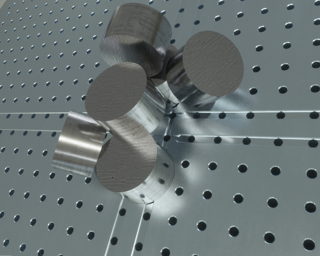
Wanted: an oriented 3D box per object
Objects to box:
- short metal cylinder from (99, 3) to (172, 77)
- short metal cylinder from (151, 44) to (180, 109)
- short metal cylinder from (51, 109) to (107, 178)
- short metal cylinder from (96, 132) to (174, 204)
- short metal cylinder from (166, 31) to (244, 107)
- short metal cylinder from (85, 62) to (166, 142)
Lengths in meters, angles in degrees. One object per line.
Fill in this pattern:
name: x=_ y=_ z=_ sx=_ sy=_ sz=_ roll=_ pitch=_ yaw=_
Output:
short metal cylinder: x=-0.029 y=-0.107 z=0.388 sx=0.080 sy=0.080 sz=0.050 roll=0 pitch=62 yaw=28
short metal cylinder: x=-0.001 y=-0.073 z=0.437 sx=0.080 sy=0.050 sz=0.080 roll=-13 pitch=57 yaw=21
short metal cylinder: x=-0.104 y=0.021 z=0.408 sx=0.050 sy=0.080 sz=0.080 roll=18 pitch=64 yaw=-12
short metal cylinder: x=-0.029 y=0.047 z=0.378 sx=0.080 sy=0.050 sz=0.080 roll=-13 pitch=57 yaw=21
short metal cylinder: x=0.054 y=-0.070 z=0.379 sx=0.080 sy=0.080 sz=0.050 roll=-66 pitch=15 yaw=-19
short metal cylinder: x=-0.040 y=-0.031 z=0.367 sx=0.080 sy=0.050 sz=0.080 roll=-13 pitch=56 yaw=21
